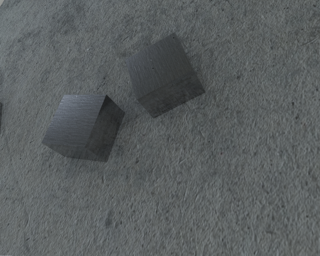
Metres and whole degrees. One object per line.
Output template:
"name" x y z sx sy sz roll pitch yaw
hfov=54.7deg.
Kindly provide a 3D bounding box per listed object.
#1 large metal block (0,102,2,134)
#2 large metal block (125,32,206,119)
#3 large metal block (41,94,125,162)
"large metal block" -0.348 -0.012 0.578 0.080 0.050 0.080 -28 52 11
"large metal block" 0.006 -0.073 0.429 0.080 0.050 0.080 -27 52 11
"large metal block" -0.108 -0.001 0.445 0.080 0.050 0.080 3 63 29
